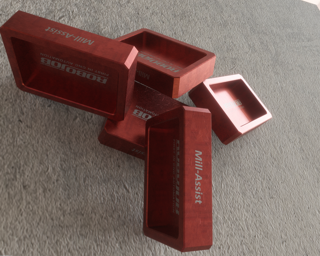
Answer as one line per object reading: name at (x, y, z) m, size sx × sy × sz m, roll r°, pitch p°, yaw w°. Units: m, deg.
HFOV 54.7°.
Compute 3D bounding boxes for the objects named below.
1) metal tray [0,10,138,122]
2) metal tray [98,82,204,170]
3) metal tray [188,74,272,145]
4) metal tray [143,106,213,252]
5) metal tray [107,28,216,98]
metal tray at (-0.094, -0.062, 0.332) m, size 0.131 × 0.089 × 0.030 m, roll 18°, pitch 53°, yaw 2°
metal tray at (-0.004, -0.001, 0.402) m, size 0.131 × 0.030 × 0.090 m, roll 23°, pitch 53°, yaw -15°
metal tray at (0.109, -0.033, 0.462) m, size 0.131 × 0.030 × 0.090 m, roll -19°, pitch 71°, yaw -51°
metal tray at (0.015, 0.049, 0.318) m, size 0.030 × 0.090 × 0.129 m, roll 5°, pitch 80°, yaw -26°
metal tray at (-0.003, -0.093, 0.421) m, size 0.130 × 0.030 × 0.091 m, roll 29°, pitch 45°, yaw 27°
